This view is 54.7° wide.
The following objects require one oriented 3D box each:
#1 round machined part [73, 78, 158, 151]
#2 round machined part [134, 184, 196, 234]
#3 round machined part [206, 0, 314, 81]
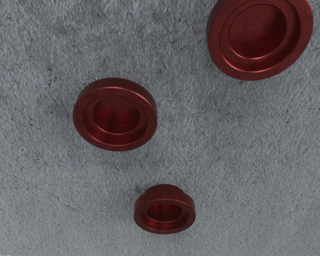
[{"bbox_3d":[-0.052,-0.020,0.378,0.099,0.042,0.097,0,130,0],"label":"round machined part"},{"bbox_3d":[0.008,0.129,0.506,0.099,0.042,0.097,0,130,0],"label":"round machined part"},{"bbox_3d":[0.096,-0.100,0.312,0.099,0.042,0.097,0,130,0],"label":"round machined part"}]
